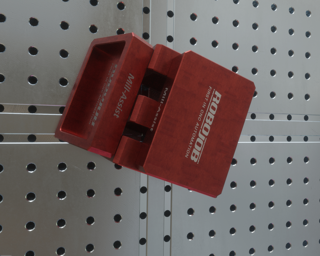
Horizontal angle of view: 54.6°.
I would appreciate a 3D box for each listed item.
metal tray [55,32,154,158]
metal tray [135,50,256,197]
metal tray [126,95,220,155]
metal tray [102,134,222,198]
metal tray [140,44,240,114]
[{"bbox_3d":[-0.066,-0.039,0.351,0.030,0.090,0.130,26,81,-40],"label":"metal tray"},{"bbox_3d":[0.039,-0.004,0.327,0.090,0.030,0.130,22,83,-19],"label":"metal tray"},{"bbox_3d":[0.016,0.001,0.382,0.131,0.090,0.030,21,82,-20],"label":"metal tray"},{"bbox_3d":[0.000,0.044,0.377,0.131,0.090,0.030,22,83,-19],"label":"metal tray"},{"bbox_3d":[0.036,-0.055,0.390,0.131,0.090,0.030,22,84,-18],"label":"metal tray"}]
